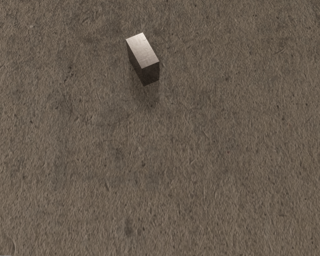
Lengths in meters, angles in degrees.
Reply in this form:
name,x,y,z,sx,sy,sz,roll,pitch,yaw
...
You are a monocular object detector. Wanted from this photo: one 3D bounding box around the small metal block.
name,x,y,z,sx,sy,sz,roll,pitch,yaw
small metal block,-0.023,-0.094,0.429,0.025,0.050,0.050,-25,72,-9
